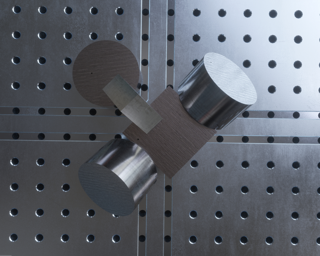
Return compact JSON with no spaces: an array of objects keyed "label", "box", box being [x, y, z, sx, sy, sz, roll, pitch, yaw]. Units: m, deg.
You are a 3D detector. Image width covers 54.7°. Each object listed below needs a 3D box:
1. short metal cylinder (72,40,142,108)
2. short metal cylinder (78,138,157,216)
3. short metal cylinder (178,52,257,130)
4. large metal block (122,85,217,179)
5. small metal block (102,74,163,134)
[{"label":"short metal cylinder","box":[-0.065,-0.066,0.397,0.081,0.050,0.079,0,90,0]},{"label":"short metal cylinder","box":[-0.051,0.059,0.376,0.080,0.050,0.079,18,130,23]},{"label":"short metal cylinder","box":[0.069,-0.045,0.376,0.080,0.080,0.050,43,129,0]},{"label":"large metal block","box":[0.012,0.005,0.395,0.080,0.050,0.080,44,90,0]},{"label":"small metal block","box":[-0.031,-0.027,0.347,0.025,0.050,0.050,-45,47,2]}]
